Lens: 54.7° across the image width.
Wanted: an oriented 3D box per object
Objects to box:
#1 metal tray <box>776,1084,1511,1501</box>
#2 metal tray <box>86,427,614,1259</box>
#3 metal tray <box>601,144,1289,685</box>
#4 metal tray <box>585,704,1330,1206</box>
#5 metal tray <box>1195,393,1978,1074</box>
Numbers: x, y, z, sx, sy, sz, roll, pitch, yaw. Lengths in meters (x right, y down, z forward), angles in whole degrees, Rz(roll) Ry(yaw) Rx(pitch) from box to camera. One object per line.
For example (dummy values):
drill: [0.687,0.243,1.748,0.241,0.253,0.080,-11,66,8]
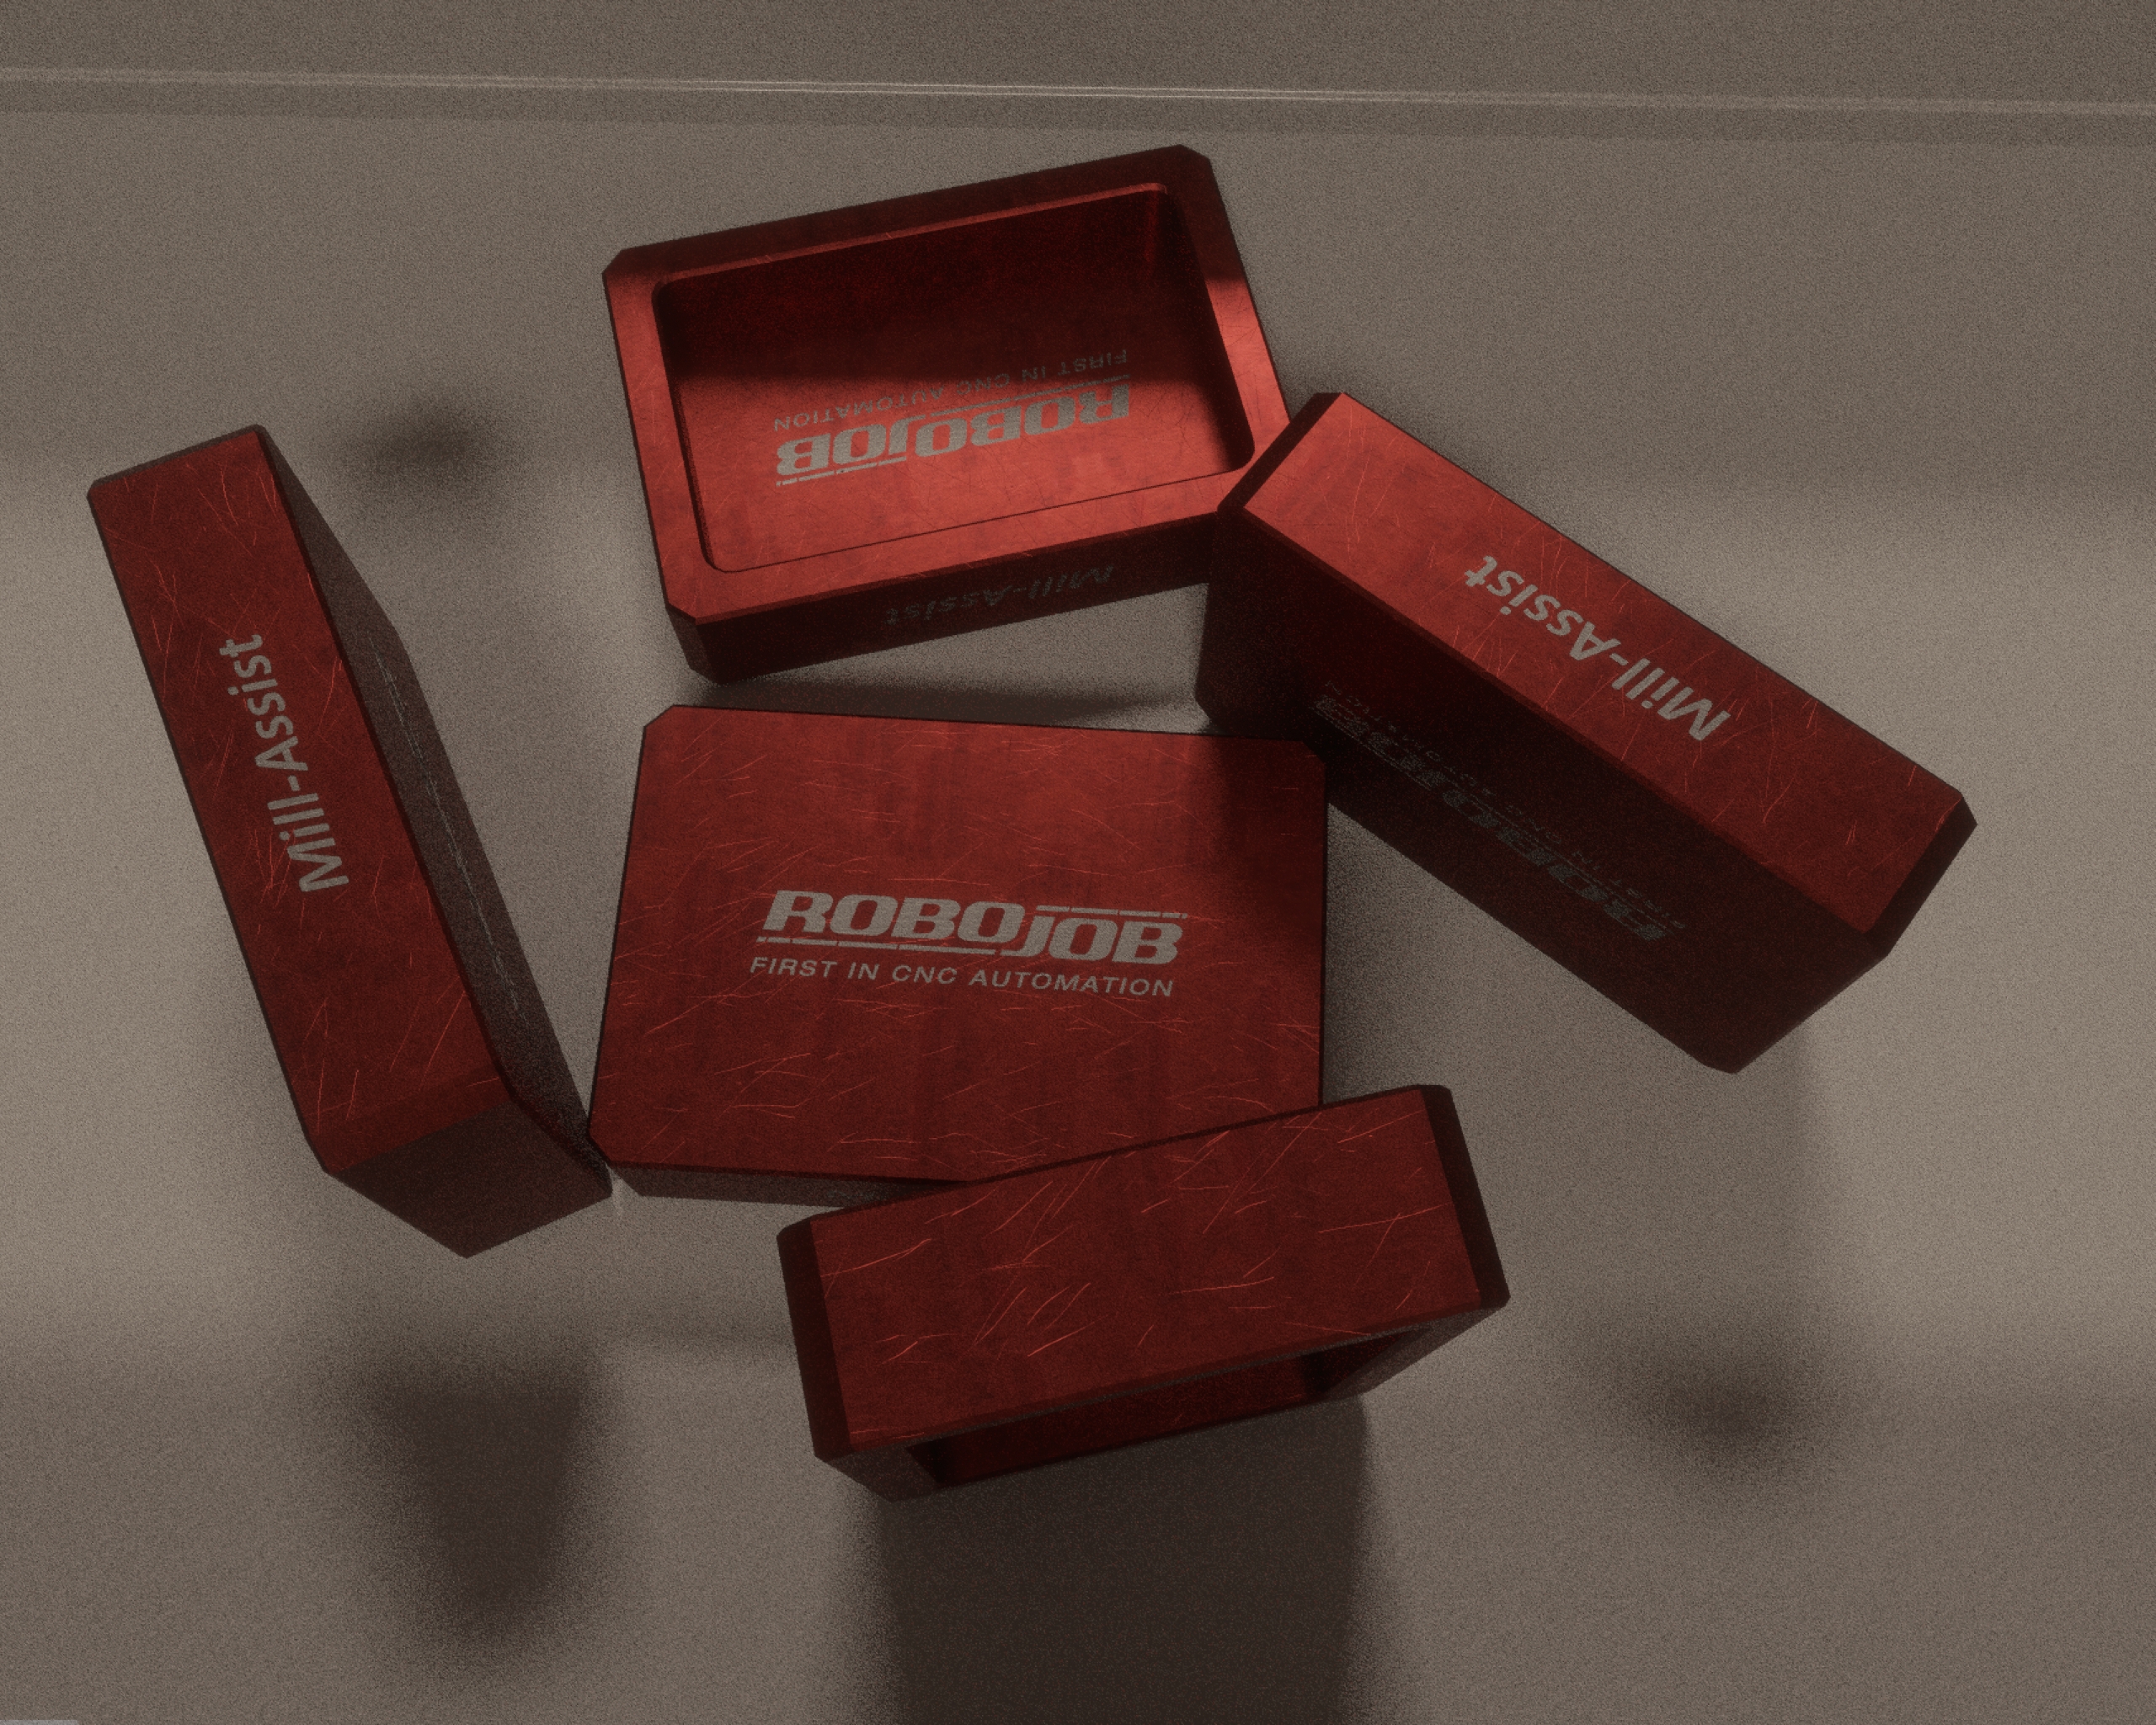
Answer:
metal tray: [0.008,0.072,0.325,0.091,0.130,0.030,-12,71,-5]
metal tray: [-0.127,-0.001,0.372,0.030,0.090,0.130,-23,72,-9]
metal tray: [-0.026,-0.095,0.440,0.131,0.030,0.090,-12,71,-5]
metal tray: [-0.020,0.020,0.396,0.131,0.030,0.090,3,70,1]
metal tray: [0.084,-0.020,0.381,0.130,0.090,0.030,36,75,12]
